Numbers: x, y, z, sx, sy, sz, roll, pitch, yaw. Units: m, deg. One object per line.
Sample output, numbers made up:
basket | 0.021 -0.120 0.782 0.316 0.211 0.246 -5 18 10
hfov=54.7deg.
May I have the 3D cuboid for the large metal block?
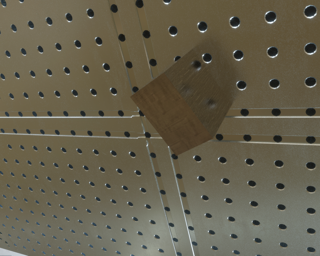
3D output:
large metal block | 0.027 -0.030 0.342 0.050 0.080 0.080 -30 102 37
